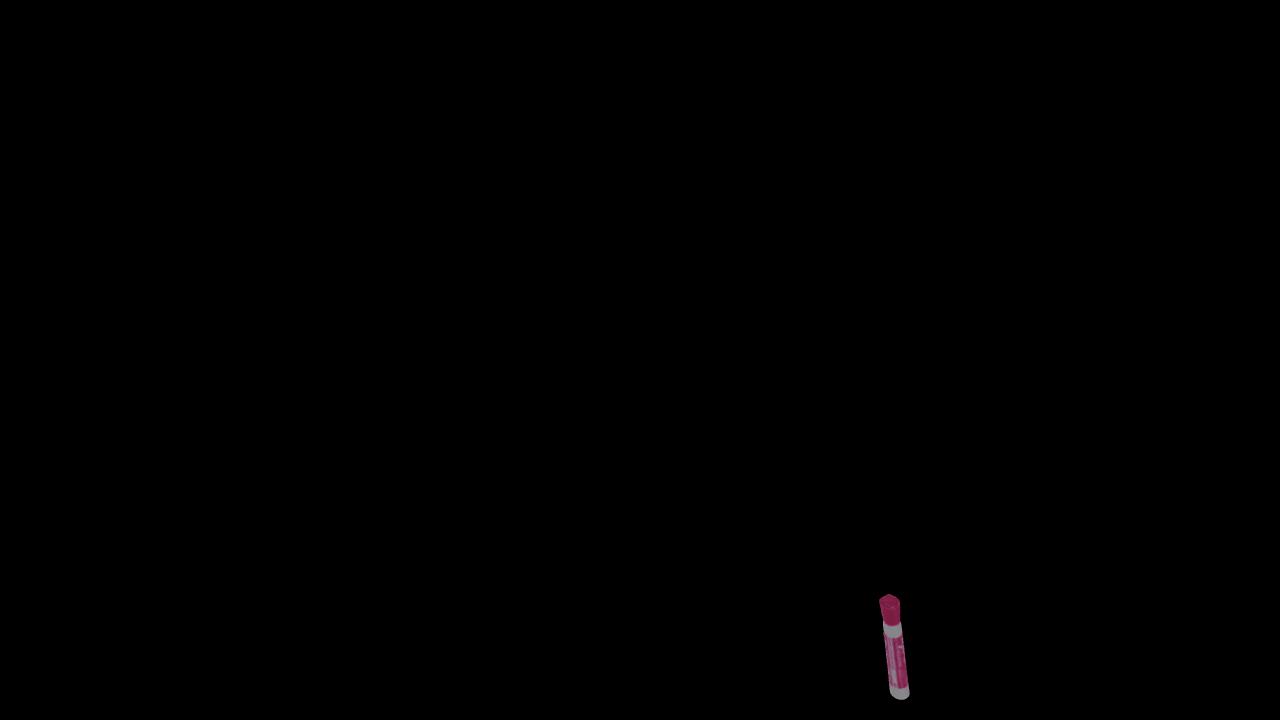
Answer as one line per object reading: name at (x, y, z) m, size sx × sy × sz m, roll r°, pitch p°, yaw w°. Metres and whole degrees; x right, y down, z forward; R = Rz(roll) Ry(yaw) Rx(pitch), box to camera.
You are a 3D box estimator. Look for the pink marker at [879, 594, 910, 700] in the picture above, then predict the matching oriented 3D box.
pink marker at (0.253, 0.284, 0.611) m, size 0.020 × 0.121 × 0.020 m, roll -12°, pitch 18°, yaw 4°
